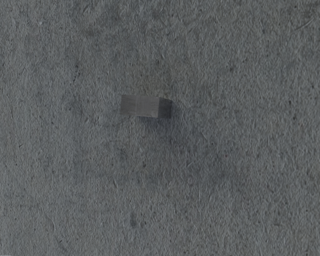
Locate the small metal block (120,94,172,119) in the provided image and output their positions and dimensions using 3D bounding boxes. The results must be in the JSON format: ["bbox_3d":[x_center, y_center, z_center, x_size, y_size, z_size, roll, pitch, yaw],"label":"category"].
[{"bbox_3d":[-0.017,-0.027,0.401,0.050,0.050,0.025,6,92,19],"label":"small metal block"}]
